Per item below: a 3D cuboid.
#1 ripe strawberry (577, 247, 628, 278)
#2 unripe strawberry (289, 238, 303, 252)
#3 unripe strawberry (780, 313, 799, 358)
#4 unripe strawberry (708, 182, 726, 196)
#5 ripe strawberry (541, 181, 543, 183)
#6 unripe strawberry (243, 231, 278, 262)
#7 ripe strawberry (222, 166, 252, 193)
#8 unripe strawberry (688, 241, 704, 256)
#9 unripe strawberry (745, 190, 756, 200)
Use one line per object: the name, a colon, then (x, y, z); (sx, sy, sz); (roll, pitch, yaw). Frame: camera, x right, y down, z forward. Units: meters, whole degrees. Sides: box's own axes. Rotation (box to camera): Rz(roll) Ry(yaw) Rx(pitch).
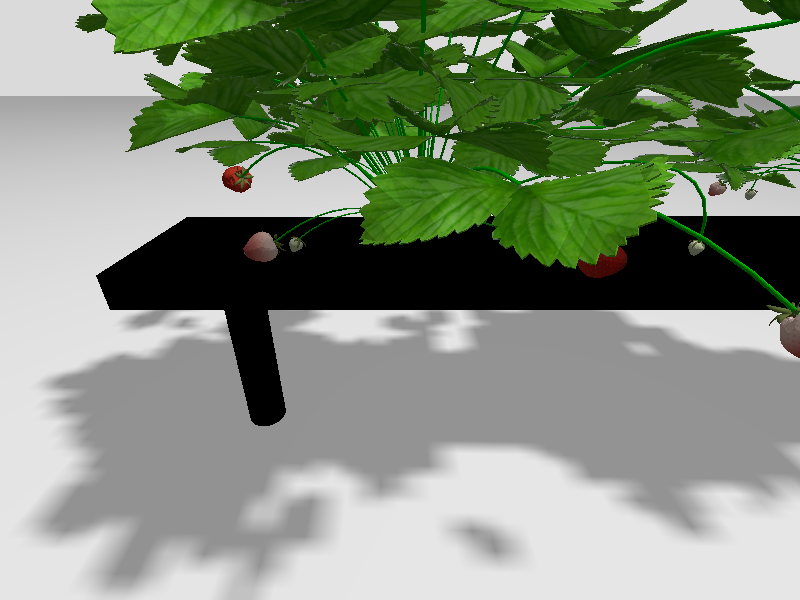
ripe strawberry: (0.145, -0.031, 0.289); (0.034, 0.029, 0.034); (18, 33, 28)
unripe strawberry: (-0.088, -0.046, 0.336); (0.011, 0.011, 0.013); (29, 15, -30)
unripe strawberry: (0.212, 0.018, 0.203); (0.031, 0.031, 0.027); (-27, -17, -40)
unripe strawberry: (0.394, -0.137, 0.498); (0.019, 0.017, 0.017); (-13, -26, -23)
ripe strawberry: (0.168, -0.119, 0.452); (0.032, 0.031, 0.030); (-18, 33, -30)
unripe strawberry: (-0.111, -0.041, 0.317); (0.025, 0.025, 0.023); (-21, 33, -13)
ripe strawberry: (-0.208, -0.153, 0.509); (0.033, 0.032, 0.036); (1, 23, 40)
unripe strawberry: (0.230, -0.040, 0.312); (0.010, 0.011, 0.011); (7, 30, 13)
unripe strawberry: (0.412, -0.124, 0.472); (0.011, 0.011, 0.010); (-13, 31, -22)
